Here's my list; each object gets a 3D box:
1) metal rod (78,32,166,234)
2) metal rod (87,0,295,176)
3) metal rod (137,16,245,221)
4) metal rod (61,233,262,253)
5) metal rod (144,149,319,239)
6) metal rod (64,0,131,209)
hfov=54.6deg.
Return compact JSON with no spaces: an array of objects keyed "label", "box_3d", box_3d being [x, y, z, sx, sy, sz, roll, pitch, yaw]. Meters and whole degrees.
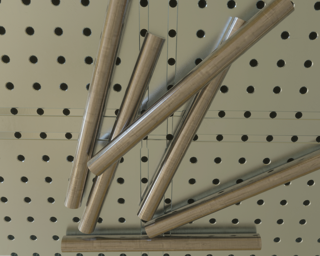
[{"label":"metal rod","box_3d":[-0.058,0.020,0.420,0.025,0.025,0.298,20,109,-7]},{"label":"metal rod","box_3d":[0.026,-0.042,0.370,0.300,0.025,0.025,-40,105,13]},{"label":"metal rod","box_3d":[0.037,0.001,0.413,0.025,0.025,0.298,22,108,-8]},{"label":"metal rod","box_3d":[0.002,0.177,0.478,0.302,0.025,0.025,-1,110,0]},{"label":"metal rod","box_3d":[0.117,0.092,0.448,0.301,0.025,0.025,-25,108,8]},{"label":"metal rod","box_3d":[-0.085,-0.024,0.403,0.025,0.025,0.298,15,109,-6]}]
